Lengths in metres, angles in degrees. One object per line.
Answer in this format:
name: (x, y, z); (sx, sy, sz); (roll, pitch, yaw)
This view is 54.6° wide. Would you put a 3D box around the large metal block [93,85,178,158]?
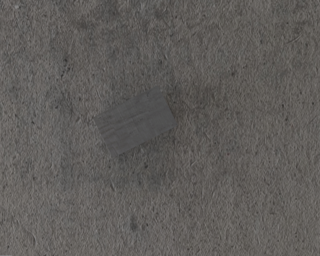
large metal block: (-0.027, -0.007, 0.382); (0.080, 0.080, 0.050); (-27, 90, 0)
